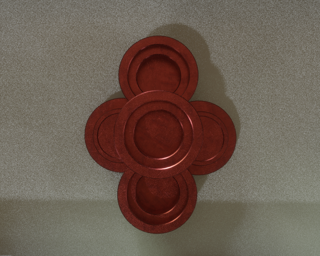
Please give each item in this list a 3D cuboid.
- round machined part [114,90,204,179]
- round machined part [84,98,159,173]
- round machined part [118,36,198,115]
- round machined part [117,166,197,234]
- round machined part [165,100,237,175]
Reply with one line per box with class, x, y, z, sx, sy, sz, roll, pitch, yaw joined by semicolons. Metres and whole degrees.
round machined part;-0.002;0.007;0.359;0.099;0.042;0.097;0;90;-1
round machined part;-0.049;0.009;0.400;0.099;0.042;0.097;0;90;-1
round machined part;-0.002;-0.065;0.401;0.099;0.042;0.097;0;90;-1
round machined part;-0.003;0.082;0.401;0.099;0.042;0.097;0;90;-1
round machined part;0.051;0.013;0.401;0.099;0.042;0.097;0;90;-1
